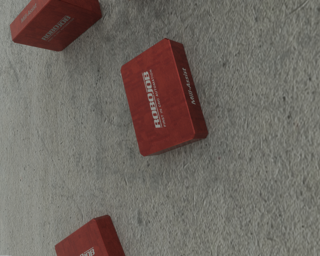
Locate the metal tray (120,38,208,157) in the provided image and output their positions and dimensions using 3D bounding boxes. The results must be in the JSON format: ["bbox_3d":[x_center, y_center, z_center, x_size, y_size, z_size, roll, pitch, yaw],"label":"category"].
[{"bbox_3d":[0.002,-0.037,0.400,0.090,0.030,0.129,-23,76,37],"label":"metal tray"}]

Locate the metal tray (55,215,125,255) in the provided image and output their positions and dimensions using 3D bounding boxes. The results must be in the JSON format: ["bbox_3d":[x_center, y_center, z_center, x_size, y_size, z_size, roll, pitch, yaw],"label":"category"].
[{"bbox_3d":[-0.113,0.207,0.495,0.129,0.030,0.090,-40,66,33],"label":"metal tray"}]

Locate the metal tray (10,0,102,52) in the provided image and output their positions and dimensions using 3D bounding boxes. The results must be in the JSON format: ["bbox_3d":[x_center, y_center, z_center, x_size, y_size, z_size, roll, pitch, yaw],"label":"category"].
[{"bbox_3d":[-0.169,-0.174,0.502,0.130,0.091,0.030,-22,76,38],"label":"metal tray"}]
